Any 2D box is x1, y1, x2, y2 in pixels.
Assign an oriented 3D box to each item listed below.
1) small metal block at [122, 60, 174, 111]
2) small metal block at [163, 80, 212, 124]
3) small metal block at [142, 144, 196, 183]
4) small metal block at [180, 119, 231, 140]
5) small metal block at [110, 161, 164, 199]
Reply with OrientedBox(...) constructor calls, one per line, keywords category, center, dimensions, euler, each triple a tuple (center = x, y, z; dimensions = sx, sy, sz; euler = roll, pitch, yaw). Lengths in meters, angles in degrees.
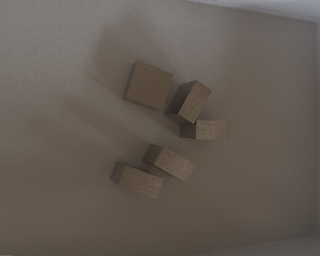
OrientedBox(category="small metal block", center=(-0.016, -0.054, 0.404), dimensions=(0.050, 0.025, 0.050), euler=(18, 84, -19))
OrientedBox(category="small metal block", center=(0.035, -0.033, 0.410), dimensions=(0.025, 0.050, 0.050), euler=(32, 80, -17))
OrientedBox(category="small metal block", center=(0.010, 0.045, 0.401), dimensions=(0.050, 0.050, 0.025), euler=(32, 80, -17))
OrientedBox(category="small metal block", center=(0.060, 0.002, 0.419), dimensions=(0.050, 0.050, 0.025), euler=(2, 90, -20))
OrientedBox(category="small metal block", center=(-0.030, 0.063, 0.386), dimensions=(0.050, 0.050, 0.025), euler=(22, 83, -19))
